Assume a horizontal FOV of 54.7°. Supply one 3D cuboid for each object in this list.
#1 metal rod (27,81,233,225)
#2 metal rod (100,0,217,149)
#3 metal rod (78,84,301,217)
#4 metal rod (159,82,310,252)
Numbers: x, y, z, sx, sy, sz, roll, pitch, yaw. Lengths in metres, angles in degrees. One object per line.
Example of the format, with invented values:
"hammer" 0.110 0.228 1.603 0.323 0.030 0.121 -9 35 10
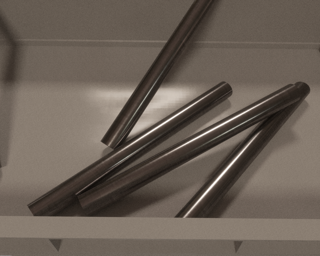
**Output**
"metal rod" -0.018 0.017 0.390 0.302 0.025 0.025 -33 58 -25
"metal rod" 0.015 -0.101 0.413 0.025 0.025 0.300 28 79 21
"metal rod" 0.047 0.019 0.372 0.302 0.025 0.025 -27 55 -15
"metal rod" 0.109 0.028 0.382 0.025 0.025 0.302 34 58 25
